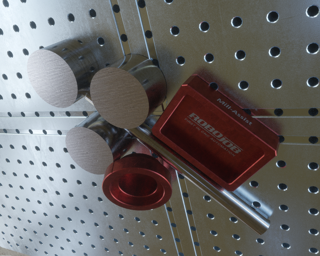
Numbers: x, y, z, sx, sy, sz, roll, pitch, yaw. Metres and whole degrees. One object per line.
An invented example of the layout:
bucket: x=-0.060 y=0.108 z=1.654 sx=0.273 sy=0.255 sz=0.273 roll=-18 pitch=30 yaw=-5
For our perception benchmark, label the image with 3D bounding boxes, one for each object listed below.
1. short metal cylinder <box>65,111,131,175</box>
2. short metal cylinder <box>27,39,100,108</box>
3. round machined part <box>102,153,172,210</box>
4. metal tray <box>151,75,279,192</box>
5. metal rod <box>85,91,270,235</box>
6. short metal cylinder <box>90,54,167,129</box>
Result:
short metal cylinder: x=-0.090 y=0.021 z=0.455 sx=0.080 sy=0.050 sz=0.079 roll=13 pitch=124 yaw=21
short metal cylinder: x=-0.129 y=-0.074 z=0.418 sx=0.080 sy=0.050 sz=0.079 roll=13 pitch=124 yaw=21
round machined part: x=-0.031 y=0.074 z=0.449 sx=0.099 sy=0.042 sz=0.097 roll=2 pitch=132 yaw=2
metal tray: x=0.064 y=0.009 z=0.379 sx=0.130 sy=0.030 sz=0.089 roll=37 pitch=130 yaw=3
metal rod: x=0.023 y=0.043 z=0.426 sx=0.300 sy=0.025 sz=0.025 roll=38 pitch=129 yaw=2
short metal cylinder: x=-0.039 y=-0.046 z=0.386 sx=0.080 sy=0.050 sz=0.079 roll=13 pitch=124 yaw=21
